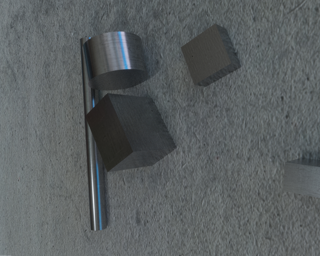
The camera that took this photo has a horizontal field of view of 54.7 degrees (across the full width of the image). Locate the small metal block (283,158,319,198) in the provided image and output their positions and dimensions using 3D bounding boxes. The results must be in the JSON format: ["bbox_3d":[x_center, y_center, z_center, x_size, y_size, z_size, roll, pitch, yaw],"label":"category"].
[{"bbox_3d":[0.142,0.044,0.271,0.050,0.050,0.025,6,94,39],"label":"small metal block"}]

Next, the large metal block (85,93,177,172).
[{"bbox_3d":[-0.036,0.005,0.397,0.050,0.081,0.080,-39,66,33],"label":"large metal block"}]

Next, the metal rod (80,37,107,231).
[{"bbox_3d":[-0.105,0.007,0.488,0.025,0.025,0.298,-7,86,39],"label":"metal rod"}]

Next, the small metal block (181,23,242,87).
[{"bbox_3d":[0.058,-0.082,0.356,0.050,0.025,0.050,-28,73,36],"label":"small metal block"}]

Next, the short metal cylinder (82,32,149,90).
[{"bbox_3d":[-0.059,-0.087,0.416,0.080,0.081,0.050,-18,79,38],"label":"short metal cylinder"}]
